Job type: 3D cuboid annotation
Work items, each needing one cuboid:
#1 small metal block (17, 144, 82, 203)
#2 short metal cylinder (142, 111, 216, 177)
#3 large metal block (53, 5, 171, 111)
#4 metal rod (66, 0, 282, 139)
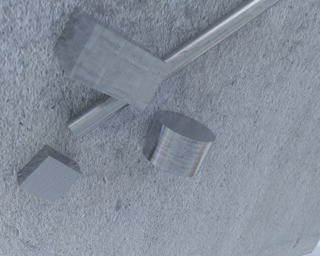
[{"bbox_3d":[-0.131,0.055,0.369,0.050,0.025,0.050,-45,129,3],"label":"small metal block"},{"bbox_3d":[0.024,0.018,0.396,0.081,0.080,0.050,9,114,-33],"label":"short metal cylinder"},{"bbox_3d":[-0.049,-0.069,0.302,0.080,0.080,0.050,22,106,-37],"label":"large metal block"},{"bbox_3d":[0.024,-0.084,0.367,0.301,0.025,0.025,-35,129,-5],"label":"metal rod"}]
